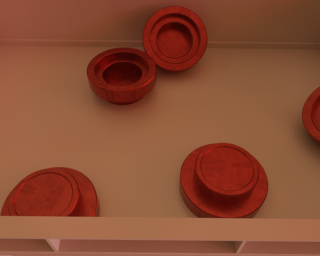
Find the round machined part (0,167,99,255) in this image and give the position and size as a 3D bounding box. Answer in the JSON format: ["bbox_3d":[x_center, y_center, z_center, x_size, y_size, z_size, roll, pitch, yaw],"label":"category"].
[{"bbox_3d":[-0.116,0.081,0.324,0.099,0.042,0.098,0,50,0],"label":"round machined part"}]

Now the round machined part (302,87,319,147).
[{"bbox_3d":[0.235,-0.012,0.388,0.098,0.042,0.098,-19,53,28],"label":"round machined part"}]

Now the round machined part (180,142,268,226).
[{"bbox_3d":[0.072,0.055,0.349,0.099,0.042,0.098,0,50,0],"label":"round machined part"}]

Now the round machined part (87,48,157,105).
[{"bbox_3d":[-0.054,-0.072,0.454,0.099,0.042,0.098,0,50,0],"label":"round machined part"}]

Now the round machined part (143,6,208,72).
[{"bbox_3d":[0.022,-0.136,0.487,0.099,0.042,0.097,0,91,-4],"label":"round machined part"}]
